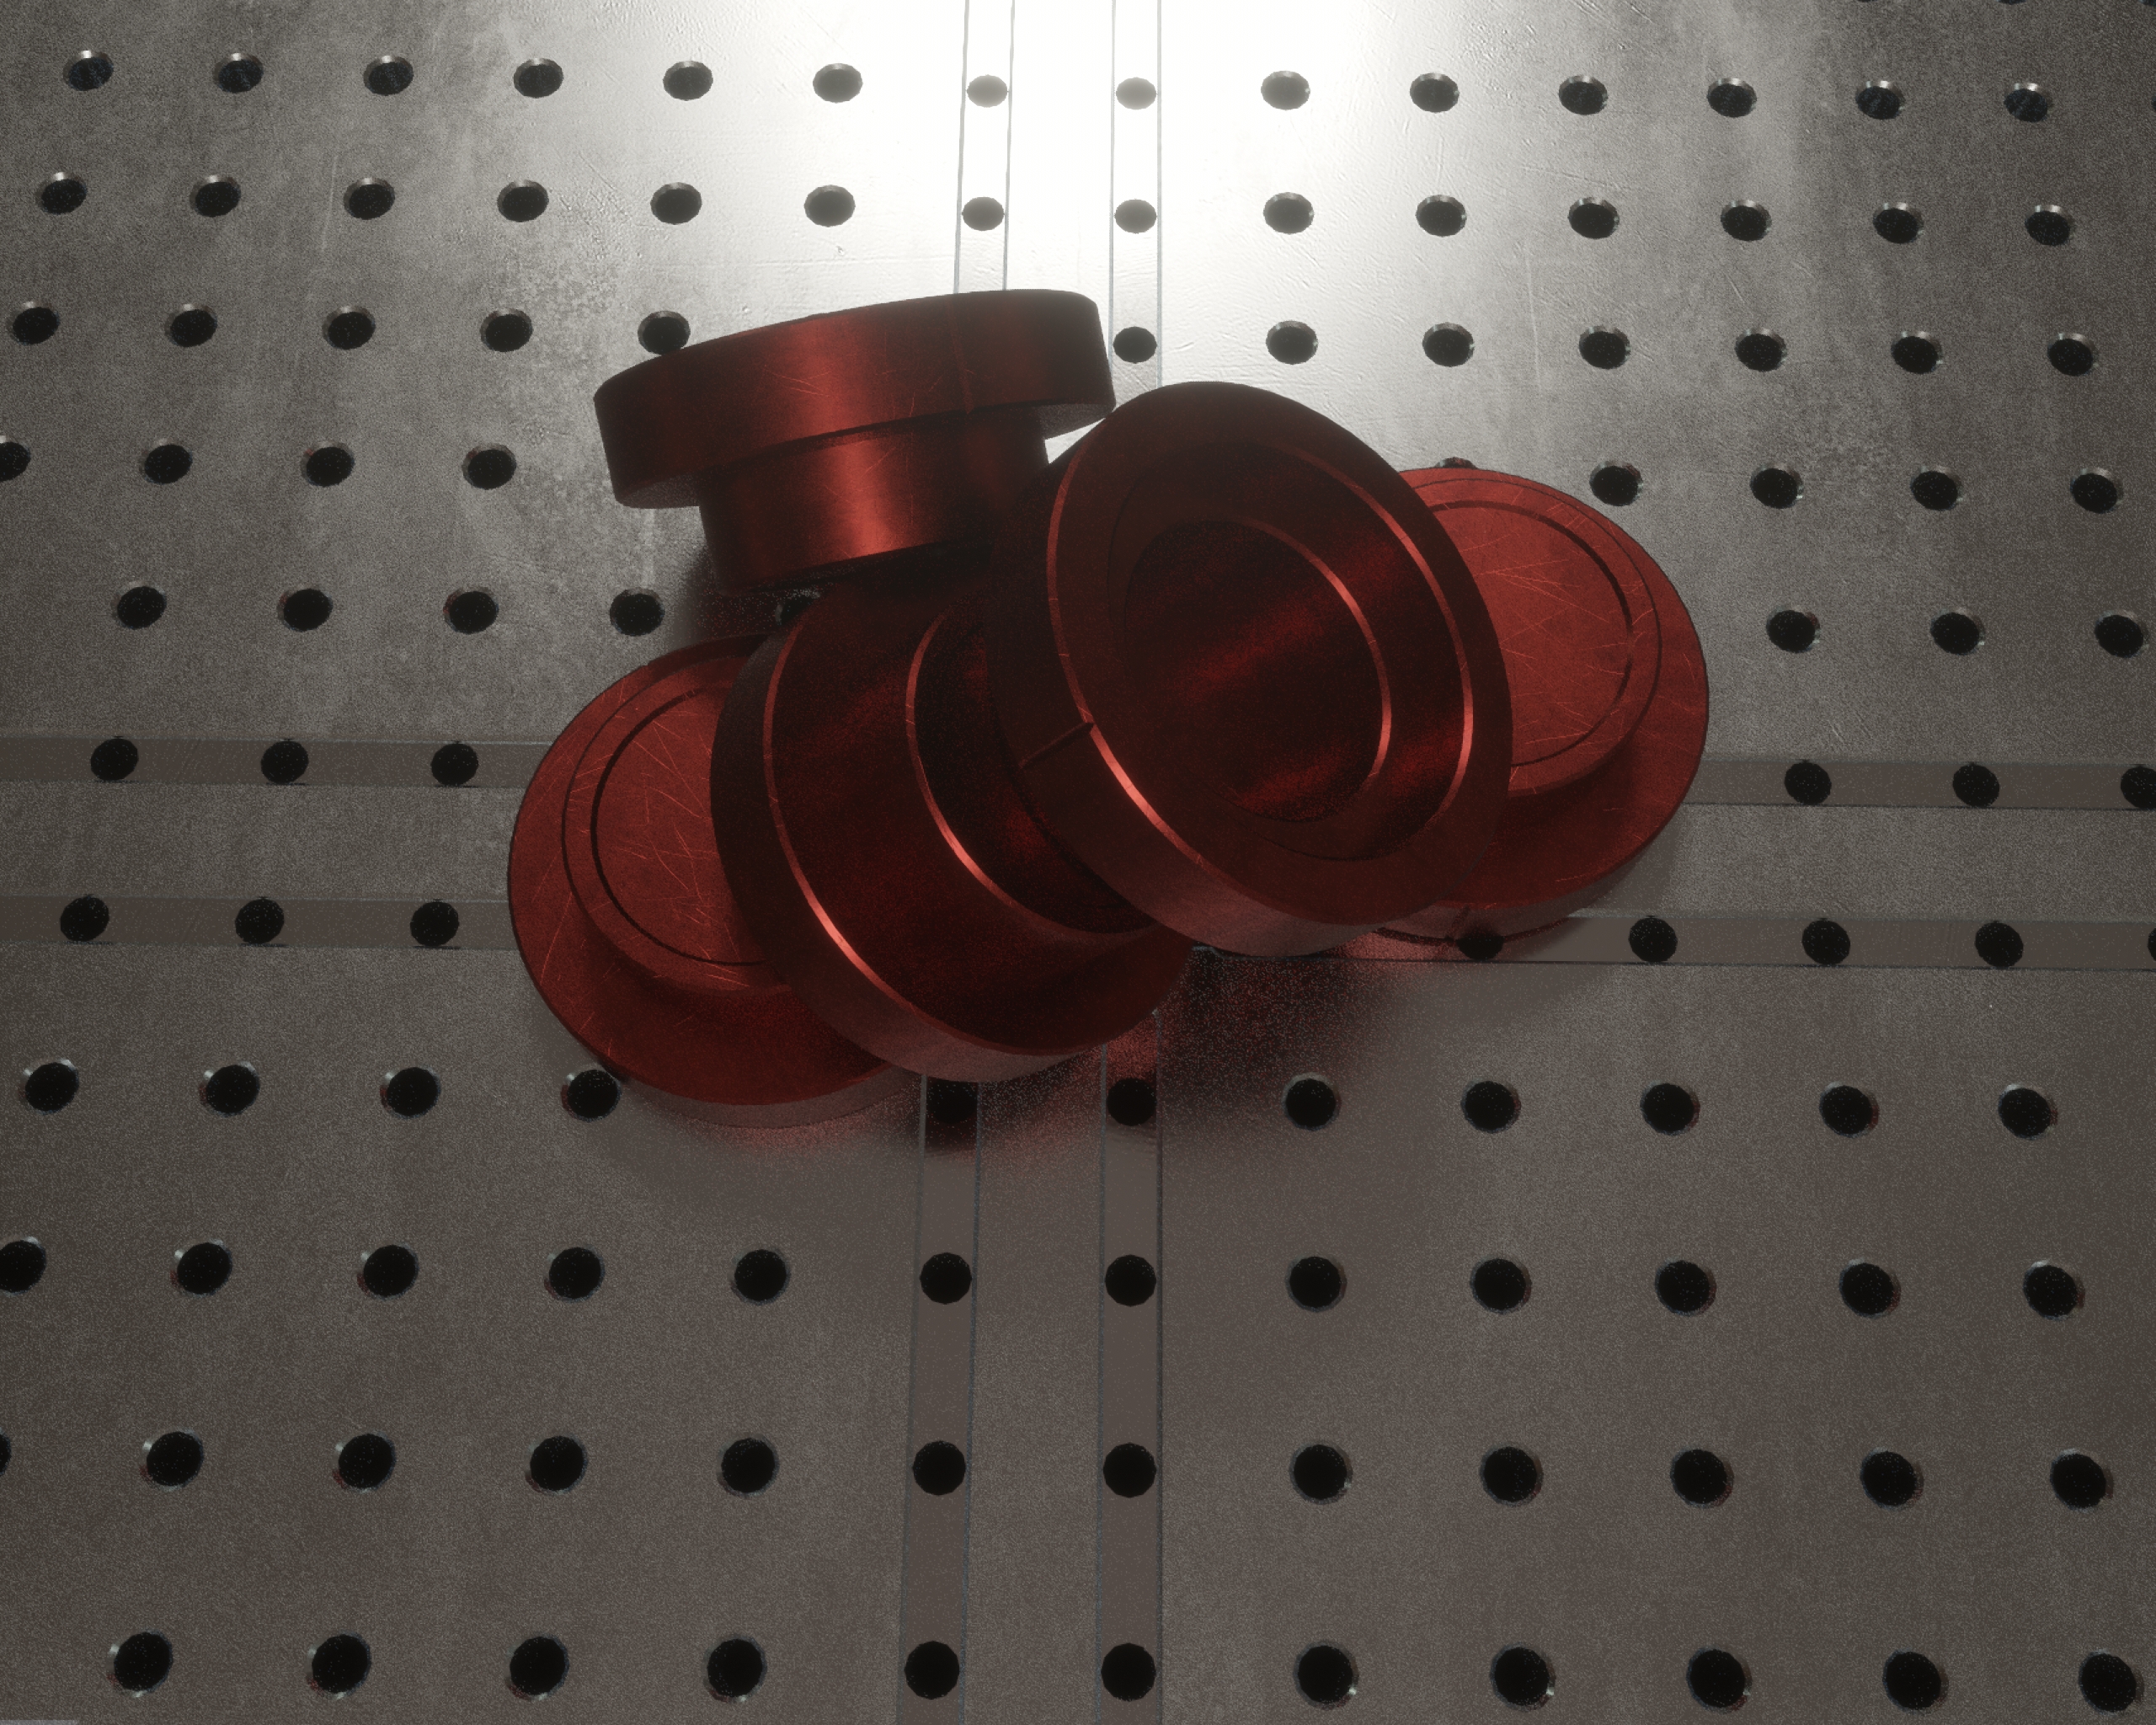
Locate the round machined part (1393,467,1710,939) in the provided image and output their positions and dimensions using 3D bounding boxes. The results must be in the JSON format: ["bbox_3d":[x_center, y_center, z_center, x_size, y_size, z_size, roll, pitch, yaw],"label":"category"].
[{"bbox_3d":[0.077,-0.037,0.417,0.099,0.042,0.098,0,70,-1],"label":"round machined part"}]

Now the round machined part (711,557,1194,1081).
[{"bbox_3d":[-0.013,-0.012,0.382,0.099,0.042,0.098,17,61,-33],"label":"round machined part"}]

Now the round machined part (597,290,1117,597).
[{"bbox_3d":[-0.040,-0.078,0.406,0.099,0.098,0.042,-12,96,-5],"label":"round machined part"}]

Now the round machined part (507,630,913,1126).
[{"bbox_3d":[-0.061,-0.001,0.402,0.099,0.042,0.098,0,70,-1],"label":"round machined part"}]

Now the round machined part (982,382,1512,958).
[{"bbox_3d":[0.025,-0.030,0.363,0.099,0.042,0.098,14,65,-31],"label":"round machined part"}]
